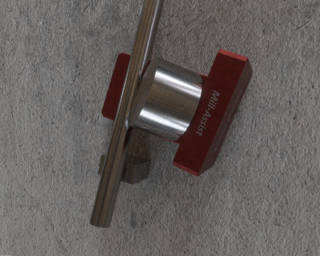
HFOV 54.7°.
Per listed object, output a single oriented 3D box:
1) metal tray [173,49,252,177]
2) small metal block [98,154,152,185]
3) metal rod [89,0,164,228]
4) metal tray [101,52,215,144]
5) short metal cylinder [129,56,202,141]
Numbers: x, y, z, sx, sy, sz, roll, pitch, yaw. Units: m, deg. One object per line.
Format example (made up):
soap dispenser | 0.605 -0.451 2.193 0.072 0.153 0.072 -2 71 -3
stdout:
metal tray | 0.063 -0.015 0.353 0.030 0.090 0.129 24 98 18
small metal block | -0.046 0.052 0.412 0.050 0.050 0.025 14 95 19
metal rod | -0.038 -0.030 0.381 0.025 0.025 0.298 11 85 19
metal tray | -0.004 -0.039 0.408 0.130 0.030 0.089 19 96 18
short metal cylinder | 0.004 -0.031 0.340 0.050 0.080 0.080 20 98 -15
